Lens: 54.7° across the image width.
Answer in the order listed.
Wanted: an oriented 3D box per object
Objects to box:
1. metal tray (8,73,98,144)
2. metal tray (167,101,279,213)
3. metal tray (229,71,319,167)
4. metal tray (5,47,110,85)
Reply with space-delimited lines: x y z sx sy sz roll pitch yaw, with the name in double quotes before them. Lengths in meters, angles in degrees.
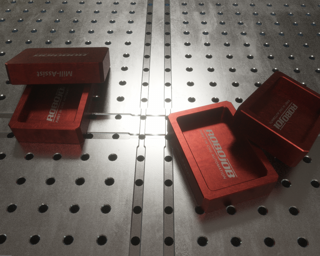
"metal tray" -0.142 -0.039 0.435 0.091 0.030 0.130 2 50 1
"metal tray" 0.071 0.029 0.381 0.091 0.030 0.130 -13 51 -12
"metal tray" 0.160 -0.018 0.397 0.090 0.030 0.131 37 47 17
"metal tray" -0.145 -0.094 0.460 0.131 0.030 0.090 -1 28 -2
